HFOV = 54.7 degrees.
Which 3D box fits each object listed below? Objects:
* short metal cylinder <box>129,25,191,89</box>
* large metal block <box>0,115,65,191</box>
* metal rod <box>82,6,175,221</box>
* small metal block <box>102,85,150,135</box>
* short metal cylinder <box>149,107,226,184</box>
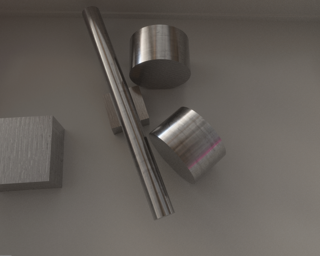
[{"bbox_3d":[0.000,-0.092,0.414,0.081,0.080,0.050,-1,70,-1],"label":"short metal cylinder"},{"bbox_3d":[-0.167,0.033,0.382,0.081,0.050,0.080,-3,70,-2],"label":"large metal block"},{"bbox_3d":[-0.047,-0.033,0.394,0.025,0.025,0.299,-19,71,-7],"label":"metal rod"},{"bbox_3d":[-0.046,-0.024,0.418,0.050,0.025,0.050,-16,71,-6],"label":"small metal block"},{"bbox_3d":[0.032,0.021,0.373,0.050,0.080,0.080,-41,75,-13],"label":"short metal cylinder"}]
